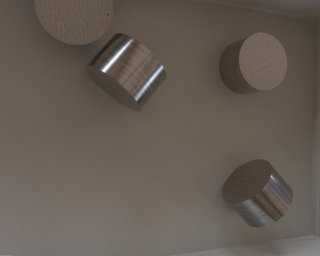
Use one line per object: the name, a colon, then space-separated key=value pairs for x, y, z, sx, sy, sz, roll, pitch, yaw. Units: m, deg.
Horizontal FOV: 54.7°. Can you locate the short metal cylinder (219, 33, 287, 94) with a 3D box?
short metal cylinder: x=0.134 y=-0.091 z=0.448 sx=0.081 sy=0.050 sz=0.079 roll=0 pitch=90 yaw=-21

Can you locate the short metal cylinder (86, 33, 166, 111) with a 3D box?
short metal cylinder: x=-0.040 y=-0.064 z=0.367 sx=0.080 sy=0.080 sz=0.050 roll=41 pitch=77 yaw=-16

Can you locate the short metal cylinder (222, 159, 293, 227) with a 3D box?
short metal cylinder: x=0.135 y=0.090 z=0.433 sx=0.080 sy=0.080 sz=0.050 roll=-46 pitch=105 yaw=-14

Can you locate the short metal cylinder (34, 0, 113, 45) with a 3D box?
short metal cylinder: x=-0.097 y=-0.137 z=0.348 sx=0.081 sy=0.050 sz=0.079 roll=-8 pitch=114 yaw=-18
